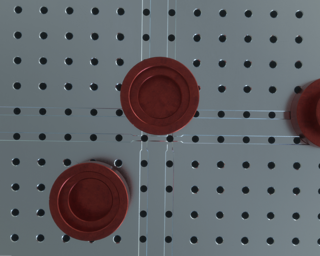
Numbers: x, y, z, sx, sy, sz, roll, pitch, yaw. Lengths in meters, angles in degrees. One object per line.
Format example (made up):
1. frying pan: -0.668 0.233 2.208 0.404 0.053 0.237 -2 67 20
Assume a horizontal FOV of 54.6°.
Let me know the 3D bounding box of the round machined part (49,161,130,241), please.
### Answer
1. round machined part: -0.088 0.091 0.404 0.099 0.042 0.097 0 90 0

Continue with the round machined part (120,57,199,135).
1. round machined part: 0.000 -0.040 0.405 0.099 0.042 0.097 0 90 0

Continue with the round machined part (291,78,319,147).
1. round machined part: 0.229 -0.020 0.406 0.099 0.042 0.097 0 90 0
